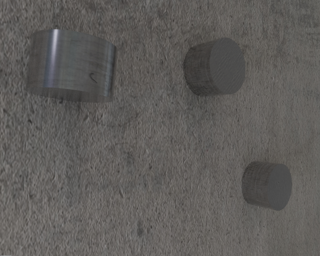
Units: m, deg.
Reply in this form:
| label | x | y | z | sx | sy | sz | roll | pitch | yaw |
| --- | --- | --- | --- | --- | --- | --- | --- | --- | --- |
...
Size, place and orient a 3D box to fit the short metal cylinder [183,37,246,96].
| label | x | y | z | sx | sy | sz | roll | pitch | yaw |
| --- | --- | --- | --- | --- | --- | --- | --- | --- | --- |
| short metal cylinder | 0.081 | -0.087 | 0.456 | 0.081 | 0.050 | 0.080 | 0 | 90 | -40 |

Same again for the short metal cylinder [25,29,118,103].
| label | x | y | z | sx | sy | sz | roll | pitch | yaw |
| --- | --- | --- | --- | --- | --- | --- | --- | --- | --- |
| short metal cylinder | -0.083 | -0.056 | 0.299 | 0.081 | 0.080 | 0.050 | 8 | 85 | -40 |

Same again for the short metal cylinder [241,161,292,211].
| label | x | y | z | sx | sy | sz | roll | pitch | yaw |
| --- | --- | --- | --- | --- | --- | --- | --- | --- | --- |
| short metal cylinder | 0.189 | 0.101 | 0.547 | 0.081 | 0.050 | 0.080 | 0 | 90 | -40 |
